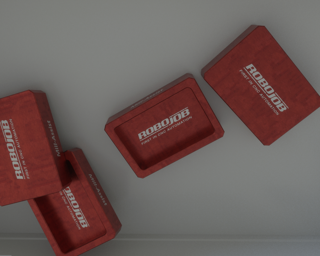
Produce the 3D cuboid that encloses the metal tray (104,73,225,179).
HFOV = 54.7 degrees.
[{"bbox_3d":[0.006,-0.001,0.407,0.130,0.030,0.090,-29,108,10],"label":"metal tray"}]

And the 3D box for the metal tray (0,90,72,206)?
[{"bbox_3d":[-0.176,0.025,0.394,0.090,0.030,0.129,-15,93,8],"label":"metal tray"}]

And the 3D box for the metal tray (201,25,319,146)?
[{"bbox_3d":[0.127,-0.052,0.391,0.090,0.030,0.130,-41,105,13],"label":"metal tray"}]

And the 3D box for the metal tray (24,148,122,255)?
[{"bbox_3d":[-0.122,0.104,0.423,0.090,0.030,0.130,-29,88,9],"label":"metal tray"}]
